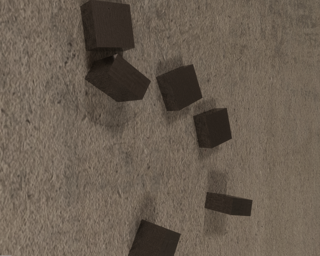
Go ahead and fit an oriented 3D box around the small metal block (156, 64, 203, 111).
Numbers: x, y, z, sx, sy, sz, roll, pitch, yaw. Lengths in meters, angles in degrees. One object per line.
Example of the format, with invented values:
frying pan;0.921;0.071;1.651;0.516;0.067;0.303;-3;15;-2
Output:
small metal block;0.028;-0.056;0.430;0.050;0.025;0.050;-30;109;-36

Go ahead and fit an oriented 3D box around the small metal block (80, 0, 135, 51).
small metal block;-0.060;-0.115;0.356;0.050;0.025;0.050;-11;97;-40

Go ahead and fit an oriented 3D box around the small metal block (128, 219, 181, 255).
small metal block;-0.008;0.147;0.384;0.025;0.050;0.050;34;69;-36

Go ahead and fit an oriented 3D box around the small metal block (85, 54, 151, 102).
small metal block;-0.048;-0.054;0.350;0.050;0.050;0.025;36;68;-35

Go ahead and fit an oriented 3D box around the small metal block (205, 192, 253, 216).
small metal block;0.107;0.118;0.481;0.050;0.050;0.025;16;80;-39

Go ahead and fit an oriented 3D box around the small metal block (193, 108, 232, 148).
small metal block;0.082;-0.001;0.476;0.050;0.025;0.050;-20;103;-38
